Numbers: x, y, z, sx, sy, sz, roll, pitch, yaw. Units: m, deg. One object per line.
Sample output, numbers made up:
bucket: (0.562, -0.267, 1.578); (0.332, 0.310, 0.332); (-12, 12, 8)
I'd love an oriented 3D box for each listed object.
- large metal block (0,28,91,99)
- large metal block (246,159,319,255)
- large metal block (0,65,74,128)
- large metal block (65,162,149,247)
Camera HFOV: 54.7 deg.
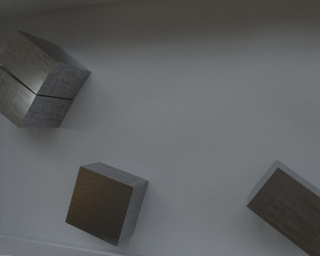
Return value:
large metal block: (-0.160, -0.087, 0.436); (0.080, 0.080, 0.050); (38, 102, 15)
large metal block: (0.144, 0.081, 0.330); (0.080, 0.080, 0.050); (38, 102, 16)
large metal block: (-0.188, -0.043, 0.446); (0.080, 0.080, 0.050); (35, 101, 16)
large metal block: (-0.071, 0.099, 0.421); (0.080, 0.050, 0.080); (18, 96, 18)
